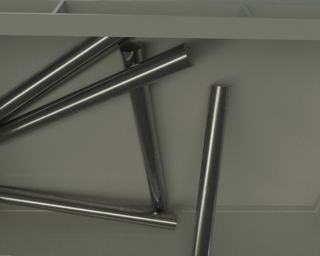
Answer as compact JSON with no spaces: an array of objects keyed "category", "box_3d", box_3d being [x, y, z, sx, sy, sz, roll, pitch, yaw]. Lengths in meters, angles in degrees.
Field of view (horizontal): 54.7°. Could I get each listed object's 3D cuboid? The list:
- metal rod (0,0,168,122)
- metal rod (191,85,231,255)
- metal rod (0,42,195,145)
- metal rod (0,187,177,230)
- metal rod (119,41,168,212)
[{"category":"metal rod","box_3d":[-0.125,-0.060,0.355,0.300,0.025,0.025,-27,126,20]},{"category":"metal rod","box_3d":[0.062,0.093,0.408,0.025,0.025,0.298,3,105,-3]},{"category":"metal rod","box_3d":[-0.102,-0.028,0.362,0.300,0.025,0.025,-19,128,23]},{"category":"metal rod","box_3d":[-0.123,0.128,0.498,0.302,0.025,0.025,9,130,-2]},{"category":"metal rod","box_3d":[-0.015,0.025,0.430,0.025,0.025,0.298,-5,130,4]}]
